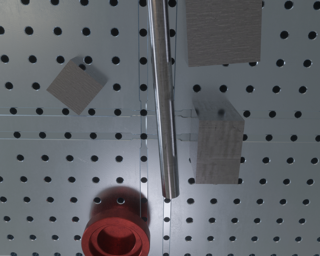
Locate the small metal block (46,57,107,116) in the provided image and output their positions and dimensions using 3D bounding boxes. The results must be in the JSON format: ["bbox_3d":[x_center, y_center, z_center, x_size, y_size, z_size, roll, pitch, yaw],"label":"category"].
[{"bbox_3d":[-0.105,-0.053,0.393,0.050,0.025,0.050,40,105,-14],"label":"small metal block"}]

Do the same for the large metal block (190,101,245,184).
[{"bbox_3d":[0.068,0.015,0.390,0.050,0.080,0.079,1,110,0],"label":"large metal block"}]

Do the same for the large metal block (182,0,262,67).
[{"bbox_3d":[0.069,-0.117,0.357,0.080,0.050,0.079,-4,110,1],"label":"large metal block"}]

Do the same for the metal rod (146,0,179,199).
[{"bbox_3d":[0.005,-0.044,0.397,0.025,0.025,0.298,-4,110,1],"label":"metal rod"}]

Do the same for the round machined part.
[{"bbox_3d":[-0.063,0.162,0.463,0.099,0.042,0.097,0,110,0],"label":"round machined part"}]
